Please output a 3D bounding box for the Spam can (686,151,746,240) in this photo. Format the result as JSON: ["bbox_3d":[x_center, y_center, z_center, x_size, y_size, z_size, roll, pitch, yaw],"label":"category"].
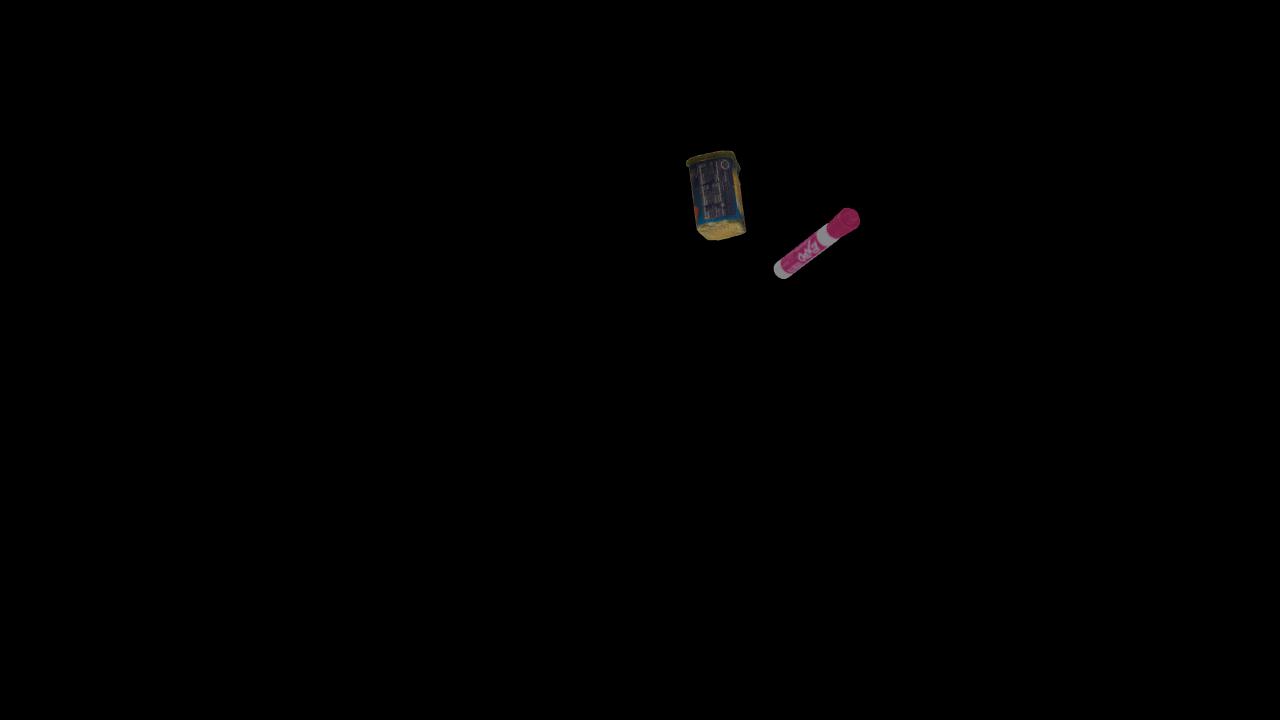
[{"bbox_3d":[0.096,-0.198,0.753,0.058,0.085,0.101,-8,0,16],"label":"Spam can"}]

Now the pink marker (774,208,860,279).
[{"bbox_3d":[0.152,-0.100,0.536,0.020,0.020,0.121,0,-13,-15],"label":"pink marker"}]
